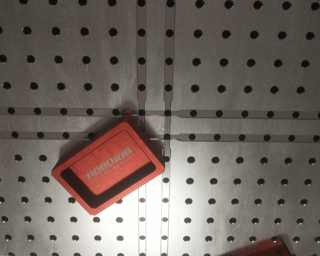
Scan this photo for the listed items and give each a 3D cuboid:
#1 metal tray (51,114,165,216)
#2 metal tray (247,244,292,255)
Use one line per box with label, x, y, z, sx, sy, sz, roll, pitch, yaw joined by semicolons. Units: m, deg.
metal tray;-0.070;0.053;0.429;0.130;0.030;0.090;-34;107;11
metal tray;0.160;0.252;0.506;0.130;0.030;0.090;-22;109;7
